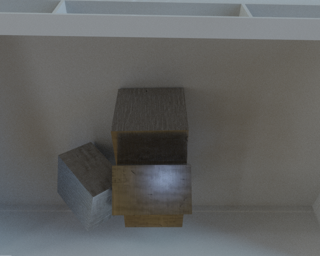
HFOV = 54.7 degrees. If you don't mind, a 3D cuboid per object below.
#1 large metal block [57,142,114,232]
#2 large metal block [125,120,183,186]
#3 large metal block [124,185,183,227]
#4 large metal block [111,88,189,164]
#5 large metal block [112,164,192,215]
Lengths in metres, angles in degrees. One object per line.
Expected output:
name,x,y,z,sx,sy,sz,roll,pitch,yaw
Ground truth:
large metal block,-0.097,0.080,0.427,0.050,0.080,0.079,-25,144,-39
large metal block,-0.010,0.034,0.422,0.081,0.050,0.079,-1,130,0
large metal block,-0.009,0.095,0.451,0.081,0.080,0.050,0,130,-1
large metal block,-0.010,-0.004,0.366,0.081,0.080,0.050,-1,130,0
large metal block,-0.008,0.066,0.353,0.081,0.080,0.050,-1,85,0
